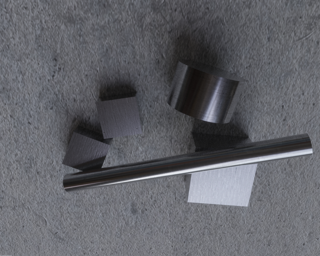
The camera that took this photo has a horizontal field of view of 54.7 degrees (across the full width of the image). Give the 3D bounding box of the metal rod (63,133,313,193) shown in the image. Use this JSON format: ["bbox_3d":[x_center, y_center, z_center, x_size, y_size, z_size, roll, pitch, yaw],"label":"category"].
[{"bbox_3d":[0.021,0.046,0.377,0.301,0.025,0.025,-11,110,14],"label":"metal rod"}]

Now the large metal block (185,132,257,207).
[{"bbox_3d":[0.080,0.055,0.418,0.081,0.050,0.079,5,110,-2],"label":"large metal block"}]

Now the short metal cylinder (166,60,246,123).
[{"bbox_3d":[0.053,-0.045,0.365,0.081,0.080,0.050,15,109,-6],"label":"short metal cylinder"}]

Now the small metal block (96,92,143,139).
[{"bbox_3d":[-0.051,-0.017,0.403,0.050,0.025,0.050,-8,110,2],"label":"small metal block"}]

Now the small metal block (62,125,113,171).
[{"bbox_3d":[-0.098,0.031,0.420,0.050,0.025,0.050,22,109,-8],"label":"small metal block"}]
